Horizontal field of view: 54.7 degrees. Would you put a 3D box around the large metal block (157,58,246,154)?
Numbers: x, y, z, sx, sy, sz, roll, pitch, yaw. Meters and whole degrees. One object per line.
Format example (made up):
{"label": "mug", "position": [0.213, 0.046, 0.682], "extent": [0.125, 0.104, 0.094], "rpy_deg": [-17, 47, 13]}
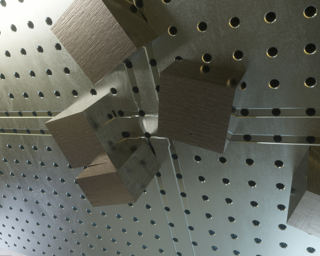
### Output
{"label": "large metal block", "position": [0.045, -0.027, 0.354], "extent": [0.080, 0.050, 0.079], "rpy_deg": [16, 125, 19]}

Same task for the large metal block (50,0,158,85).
{"label": "large metal block", "position": [-0.065, -0.110, 0.360], "extent": [0.080, 0.050, 0.080], "rpy_deg": [-29, 103, 37]}

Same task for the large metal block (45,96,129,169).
{"label": "large metal block", "position": [-0.106, 0.008, 0.454], "extent": [0.080, 0.050, 0.080], "rpy_deg": [-13, 112, 33]}

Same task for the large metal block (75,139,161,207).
{"label": "large metal block", "position": [-0.058, 0.064, 0.444], "extent": [0.080, 0.080, 0.050], "rpy_deg": [-15, 111, 34]}

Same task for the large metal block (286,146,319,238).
{"label": "large metal block", "position": [0.185, 0.073, 0.323], "extent": [0.080, 0.080, 0.050], "rpy_deg": [21, 126, 15]}
